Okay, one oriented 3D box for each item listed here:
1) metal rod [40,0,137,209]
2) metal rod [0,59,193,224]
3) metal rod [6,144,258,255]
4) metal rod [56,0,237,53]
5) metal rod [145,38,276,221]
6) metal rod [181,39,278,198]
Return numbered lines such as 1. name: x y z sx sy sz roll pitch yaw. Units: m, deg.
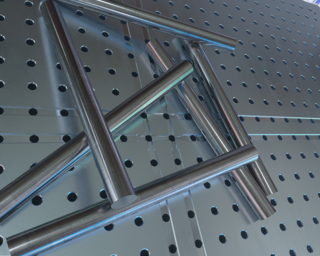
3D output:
1. metal rod: -0.092 -0.049 0.355 0.025 0.025 0.299 -7 55 -31
2. metal rod: -0.057 -0.005 0.363 0.025 0.025 0.302 46 56 4
3. metal rod: -0.004 0.071 0.344 0.302 0.025 0.025 -16 70 -29
4. metal rod: -0.023 -0.168 0.477 0.302 0.025 0.025 13 56 -14
5. metal rod: 0.066 -0.007 0.446 0.025 0.025 0.299 -23 74 -36
6. metal rod: 0.098 -0.037 0.482 0.025 0.025 0.299 -10 67 -32
